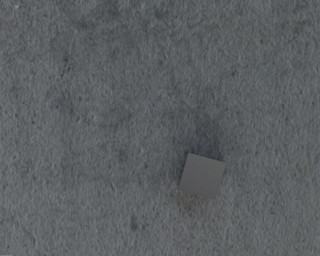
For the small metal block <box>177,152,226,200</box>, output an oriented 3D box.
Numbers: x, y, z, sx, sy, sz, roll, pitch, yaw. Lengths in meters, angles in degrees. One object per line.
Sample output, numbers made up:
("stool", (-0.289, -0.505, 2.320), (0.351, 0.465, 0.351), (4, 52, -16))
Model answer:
("small metal block", (0.054, 0.062, 0.410), (0.050, 0.025, 0.050), (15, 90, 0))
